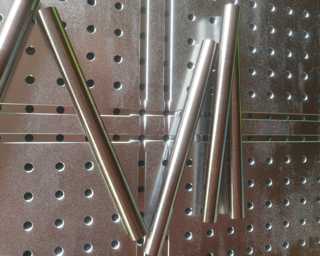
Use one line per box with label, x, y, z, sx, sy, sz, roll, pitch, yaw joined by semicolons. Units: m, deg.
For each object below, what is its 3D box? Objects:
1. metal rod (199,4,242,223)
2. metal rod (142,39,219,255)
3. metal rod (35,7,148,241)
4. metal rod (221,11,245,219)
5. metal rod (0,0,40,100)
metal rod;0.084;-0.018;0.432;0.025;0.025;0.298;5;93;-20
metal rod;0.030;0.022;0.425;0.025;0.025;0.299;18;84;-20
metal rod;-0.081;0.001;0.383;0.025;0.025;0.298;-24;98;-19
metal rod;0.107;-0.019;0.453;0.025;0.025;0.298;-2;91;-20
metal rod;-0.196;-0.017;0.340;0.025;0.025;0.299;21;83;-19
